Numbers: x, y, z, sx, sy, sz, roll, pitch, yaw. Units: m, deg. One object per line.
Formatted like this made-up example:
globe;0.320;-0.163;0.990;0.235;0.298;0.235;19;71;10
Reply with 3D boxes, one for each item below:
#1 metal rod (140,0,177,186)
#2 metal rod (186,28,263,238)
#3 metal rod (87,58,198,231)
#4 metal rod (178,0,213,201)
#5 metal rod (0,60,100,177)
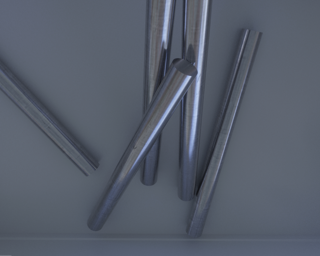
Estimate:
metal rod;-0.006;-0.032;0.333;0.025;0.025;0.298;4;136;-2
metal rod;0.081;0.021;0.420;0.025;0.025;0.298;11;110;-4
metal rod;-0.037;0.044;0.370;0.025;0.025;0.298;24;130;-9
metal rod;0.034;-0.013;0.347;0.025;0.025;0.298;-2;133;0
metal rod;-0.186;-0.052;0.389;0.025;0.025;0.300;-36;107;12
